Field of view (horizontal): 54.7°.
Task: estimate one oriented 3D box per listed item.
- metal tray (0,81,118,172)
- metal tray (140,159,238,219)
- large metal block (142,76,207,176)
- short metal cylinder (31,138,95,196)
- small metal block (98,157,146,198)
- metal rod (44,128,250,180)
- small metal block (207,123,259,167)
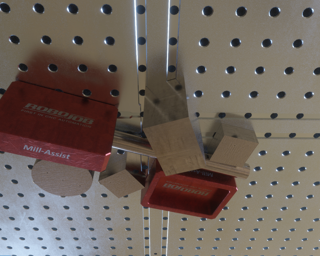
[{"bbox_3d":[-0.120,-0.004,0.363,0.131,0.090,0.030,14,129,-12],"label":"metal tray"},{"bbox_3d":[0.044,0.098,0.491,0.131,0.030,0.089,14,129,-12],"label":"metal tray"},{"bbox_3d":[0.018,-0.002,0.375,0.050,0.080,0.080,-14,129,12],"label":"large metal block"},{"bbox_3d":[-0.132,0.052,0.437,0.081,0.050,0.079,0,130,0],"label":"short metal cylinder"},{"bbox_3d":[-0.058,0.077,0.478,0.050,0.025,0.050,-26,126,20],"label":"small metal block"},{"bbox_3d":[-0.013,0.028,0.435,0.302,0.025,0.025,15,129,-13],"label":"metal rod"},{"bbox_3d":[0.101,0.025,0.433,0.050,0.025,0.050,13,129,-11],"label":"small metal block"}]
